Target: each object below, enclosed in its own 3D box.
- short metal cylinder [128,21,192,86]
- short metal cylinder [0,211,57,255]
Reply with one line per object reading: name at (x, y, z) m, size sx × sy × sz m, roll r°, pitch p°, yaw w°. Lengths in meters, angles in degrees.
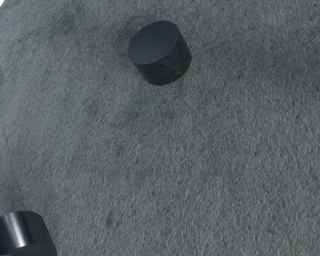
short metal cylinder at (0.000, -0.110, 0.455) m, size 0.080 × 0.050 × 0.080 m, roll -13°, pitch 56°, yaw 21°
short metal cylinder at (-0.171, 0.146, 0.369) m, size 0.080 × 0.080 × 0.050 m, roll -44°, pitch 51°, yaw -2°
